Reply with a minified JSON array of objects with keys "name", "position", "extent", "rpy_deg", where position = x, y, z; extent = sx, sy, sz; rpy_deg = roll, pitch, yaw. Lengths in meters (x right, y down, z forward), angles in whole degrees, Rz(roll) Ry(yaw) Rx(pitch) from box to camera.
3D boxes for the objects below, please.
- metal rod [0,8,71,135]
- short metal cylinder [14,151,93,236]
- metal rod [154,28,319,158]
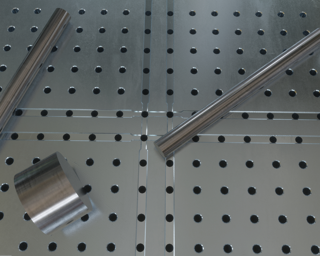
[{"name":"metal rod","position":[-0.203,-0.044,0.426],"extent":[0.025,0.025,0.300],"rpy_deg":[21,71,7]},{"name":"short metal cylinder","position":[-0.120,0.074,0.355],"extent":[0.050,0.080,0.080],"rpy_deg":[-31,73,-10]},{"name":"metal rod","position":[0.120,-0.055,0.432],"extent":[0.301,0.025,0.025],"rpy_deg":[-35,74,-12]}]
